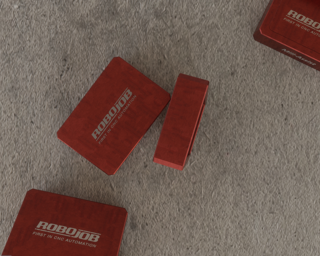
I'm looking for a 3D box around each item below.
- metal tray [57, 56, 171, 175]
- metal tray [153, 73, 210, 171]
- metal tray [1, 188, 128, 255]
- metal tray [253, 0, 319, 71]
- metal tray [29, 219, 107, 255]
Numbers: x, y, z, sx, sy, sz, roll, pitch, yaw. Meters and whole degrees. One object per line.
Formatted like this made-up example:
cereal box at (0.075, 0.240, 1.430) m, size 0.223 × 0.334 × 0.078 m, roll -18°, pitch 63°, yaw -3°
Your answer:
metal tray at (-0.059, -0.015, 0.407) m, size 0.090 × 0.030 × 0.130 m, roll 37°, pitch 90°, yaw 0°
metal tray at (0.028, -0.004, 0.356) m, size 0.030 × 0.130 × 0.090 m, roll 17°, pitch 90°, yaw 8°
metal tray at (-0.114, 0.135, 0.387) m, size 0.131 × 0.030 × 0.090 m, roll 12°, pitch 63°, yaw 0°
metal tray at (0.203, -0.134, 0.408) m, size 0.131 × 0.030 × 0.090 m, roll 26°, pitch 90°, yaw 0°
metal tray at (-0.121, 0.187, 0.407) m, size 0.130 × 0.030 × 0.090 m, roll 34°, pitch 90°, yaw 0°
